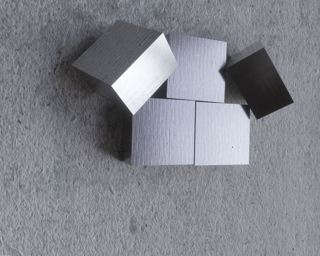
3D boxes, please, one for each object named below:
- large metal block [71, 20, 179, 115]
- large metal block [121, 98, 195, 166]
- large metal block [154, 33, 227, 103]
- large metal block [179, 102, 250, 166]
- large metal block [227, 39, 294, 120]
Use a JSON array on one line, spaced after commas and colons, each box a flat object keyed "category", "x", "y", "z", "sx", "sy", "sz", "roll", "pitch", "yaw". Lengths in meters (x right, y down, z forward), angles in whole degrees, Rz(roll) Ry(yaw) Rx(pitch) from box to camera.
[{"category": "large metal block", "x": -0.040, "y": -0.073, "z": 0.359, "sx": 0.080, "sy": 0.080, "sz": 0.050, "roll": -49, "pitch": 140, "yaw": -14}, {"category": "large metal block", "x": -0.003, "y": 0.005, "z": 0.396, "sx": 0.081, "sy": 0.050, "sz": 0.079, "roll": 1, "pitch": 90, "yaw": -21}, {"category": "large metal block", "x": 0.039, "y": -0.075, "z": 0.413, "sx": 0.081, "sy": 0.050, "sz": 0.079, "roll": 3, "pitch": 89, "yaw": -20}, {"category": "large metal block", "x": 0.073, "y": 0.008, "z": 0.423, "sx": 0.081, "sy": 0.050, "sz": 0.079, "roll": 1, "pitch": 90, "yaw": -21}, {"category": "large metal block", "x": 0.136, "y": -0.069, "z": 0.426, "sx": 0.050, "sy": 0.080, "sz": 0.080, "roll": -28, "pitch": 103, "yaw": 23}]
